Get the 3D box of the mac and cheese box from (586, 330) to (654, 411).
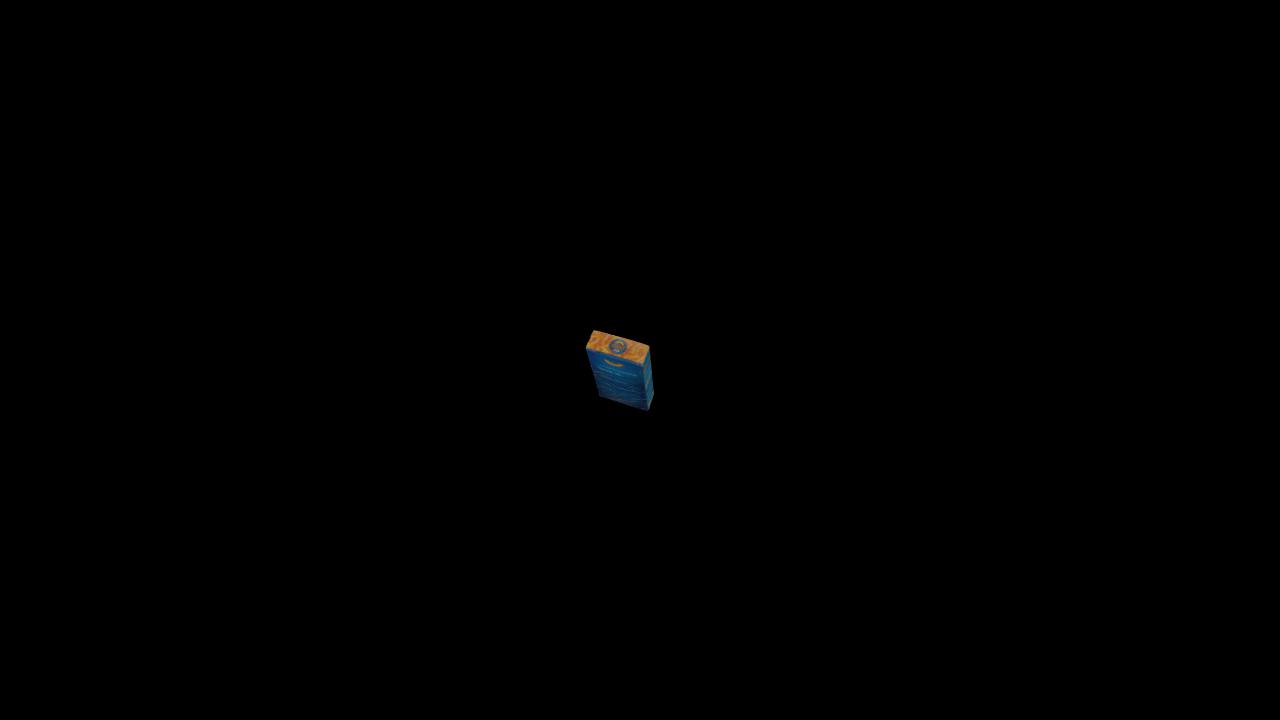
[{"bbox_3d":[-0.028,0.021,0.984,0.093,0.041,0.184,18,-24,11],"label":"mac and cheese box"}]
